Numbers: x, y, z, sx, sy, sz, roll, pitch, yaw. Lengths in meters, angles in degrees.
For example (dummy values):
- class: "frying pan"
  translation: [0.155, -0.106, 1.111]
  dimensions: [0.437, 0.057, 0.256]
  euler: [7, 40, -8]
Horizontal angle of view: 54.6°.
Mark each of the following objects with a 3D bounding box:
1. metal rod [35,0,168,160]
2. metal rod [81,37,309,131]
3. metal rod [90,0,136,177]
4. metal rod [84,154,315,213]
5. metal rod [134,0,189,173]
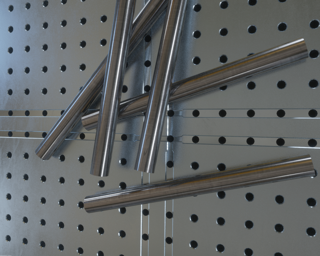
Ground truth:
- class: "metal rod"
  translation: [-0.085, -0.070, 0.443]
  dimensions: [0.025, 0.025, 0.299]
  euler: [44, 103, 14]
- class: "metal rod"
  translation: [0.030, -0.050, 0.402]
  dimensions: [0.300, 0.025, 0.025]
  euler: [-17, 84, 19]
- class: "metal rod"
  translation: [-0.056, -0.085, 0.405]
  dimensions: [0.025, 0.025, 0.298]
  euler: [11, 94, 20]
- class: "metal rod"
  translation: [0.035, 0.076, 0.400]
  dimensions: [0.300, 0.025, 0.025]
  euler: [-14, 85, 19]
- class: "metal rod"
  translation: [0.010, -0.094, 0.388]
  dimensions: [0.025, 0.025, 0.299]
  euler: [10, 85, 20]
